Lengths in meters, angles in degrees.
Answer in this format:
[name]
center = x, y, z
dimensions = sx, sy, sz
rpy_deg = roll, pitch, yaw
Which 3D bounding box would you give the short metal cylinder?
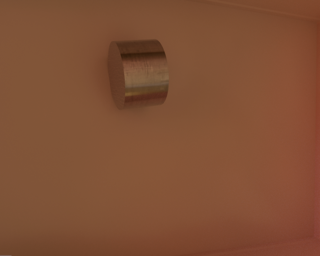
[short metal cylinder]
center = -0.028, -0.064, 0.371
dimensions = 0.050, 0.080, 0.080
rpy_deg = -9, 93, -20
